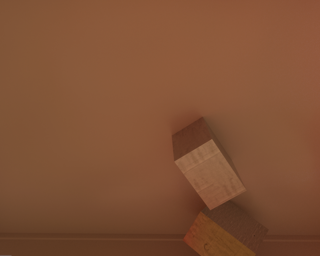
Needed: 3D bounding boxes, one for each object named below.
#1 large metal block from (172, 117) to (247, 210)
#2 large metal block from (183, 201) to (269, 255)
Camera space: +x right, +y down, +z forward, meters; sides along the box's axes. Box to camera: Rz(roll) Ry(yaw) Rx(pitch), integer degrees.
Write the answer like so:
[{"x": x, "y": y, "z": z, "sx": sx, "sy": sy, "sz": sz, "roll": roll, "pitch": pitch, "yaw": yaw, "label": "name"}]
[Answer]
[{"x": 0.060, "y": 0.042, "z": 0.398, "sx": 0.050, "sy": 0.080, "sz": 0.080, "roll": -32, "pitch": 107, "yaw": 11, "label": "large metal block"}, {"x": 0.091, "y": 0.145, "z": 0.420, "sx": 0.080, "sy": 0.080, "sz": 0.050, "roll": 35, "pitch": 110, "yaw": 23, "label": "large metal block"}]
